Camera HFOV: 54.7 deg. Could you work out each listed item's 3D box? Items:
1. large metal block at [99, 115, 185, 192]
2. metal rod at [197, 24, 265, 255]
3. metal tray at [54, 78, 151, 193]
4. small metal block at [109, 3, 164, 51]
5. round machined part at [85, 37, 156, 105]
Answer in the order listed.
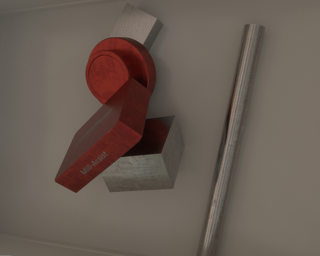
[{"bbox_3d":[-0.021,0.031,0.380,0.080,0.080,0.050,-7,120,19],"label":"large metal block"},{"bbox_3d":[0.085,0.026,0.380,0.025,0.025,0.298,12,94,19],"label":"metal rod"},{"bbox_3d":[-0.068,0.009,0.368,0.030,0.090,0.130,36,125,-22],"label":"metal tray"},{"bbox_3d":[-0.032,-0.133,0.421,0.050,0.025,0.050,33,100,16],"label":"small metal block"},{"bbox_3d":[-0.058,-0.069,0.407,0.098,0.042,0.097,8,109,26],"label":"round machined part"}]
